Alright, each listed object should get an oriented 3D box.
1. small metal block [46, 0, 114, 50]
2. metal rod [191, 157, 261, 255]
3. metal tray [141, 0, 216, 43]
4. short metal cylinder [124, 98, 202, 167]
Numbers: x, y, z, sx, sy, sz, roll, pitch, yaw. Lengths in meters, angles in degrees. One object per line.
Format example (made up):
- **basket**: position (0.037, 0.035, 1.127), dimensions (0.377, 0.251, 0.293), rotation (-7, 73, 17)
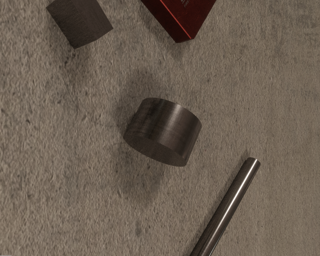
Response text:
- **small metal block**: position (-0.083, -0.114, 0.320), dimensions (0.025, 0.050, 0.050), rotation (-47, 118, -30)
- **metal rod**: position (0.082, 0.163, 0.476), dimensions (0.301, 0.025, 0.025), rotation (-51, 120, -28)
- **metal tray**: position (0.036, -0.197, 0.434), dimensions (0.090, 0.030, 0.130), rotation (43, 64, -32)
- **short metal cylinder**: position (0.004, 0.006, 0.374), dimensions (0.080, 0.080, 0.050), rotation (38, 67, -34)
